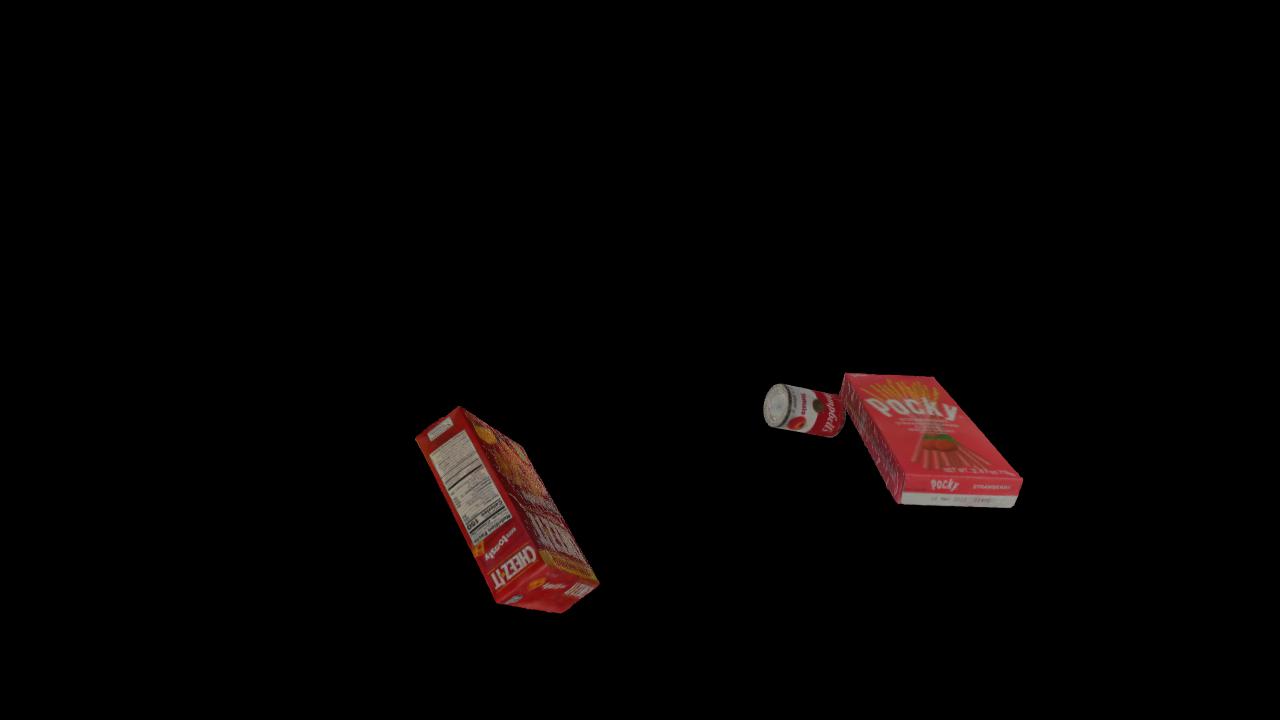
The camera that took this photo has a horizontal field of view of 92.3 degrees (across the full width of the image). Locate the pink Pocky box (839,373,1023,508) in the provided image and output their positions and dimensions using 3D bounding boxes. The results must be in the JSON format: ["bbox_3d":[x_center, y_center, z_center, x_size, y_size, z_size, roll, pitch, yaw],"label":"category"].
[{"bbox_3d":[0.223,0.058,0.494,0.084,0.029,0.155,3,26,0],"label":"pink Pocky box"}]

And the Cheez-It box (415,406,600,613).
[{"bbox_3d":[-0.150,0.176,0.714,0.071,0.223,0.166,-37,-30,-1],"label":"Cheez-It box"}]

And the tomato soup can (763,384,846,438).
[{"bbox_3d":[0.243,0.075,0.913,0.101,0.068,0.068,12,-4,-19],"label":"tomato soup can"}]
